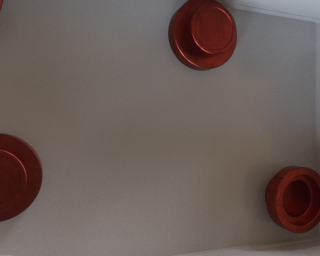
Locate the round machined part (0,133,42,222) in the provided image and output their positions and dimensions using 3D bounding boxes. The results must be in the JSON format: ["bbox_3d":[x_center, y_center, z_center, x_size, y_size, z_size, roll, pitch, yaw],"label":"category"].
[{"bbox_3d":[-0.180,0.054,0.335,0.099,0.042,0.097,0,90,-20],"label":"round machined part"}]

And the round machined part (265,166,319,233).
[{"bbox_3d":[0.203,0.106,0.476,0.099,0.042,0.097,0,90,-20],"label":"round machined part"}]

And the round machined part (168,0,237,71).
[{"bbox_3d":[0.064,-0.131,0.425,0.099,0.042,0.097,0,90,-20],"label":"round machined part"}]

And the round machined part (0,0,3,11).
[{"bbox_3d":[-0.210,-0.146,0.308,0.099,0.042,0.097,-12,129,-14],"label":"round machined part"}]
